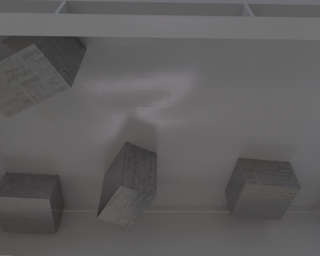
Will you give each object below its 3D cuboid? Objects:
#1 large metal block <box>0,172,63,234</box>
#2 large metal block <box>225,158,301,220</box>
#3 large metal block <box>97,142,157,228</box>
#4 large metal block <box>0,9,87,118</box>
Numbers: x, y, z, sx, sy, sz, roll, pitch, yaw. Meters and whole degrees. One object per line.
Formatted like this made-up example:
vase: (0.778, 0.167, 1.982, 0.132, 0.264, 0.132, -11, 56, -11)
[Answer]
large metal block: (-0.203, 0.118, 0.486, 0.081, 0.050, 0.079, 4, 124, -3)
large metal block: (0.153, 0.095, 0.474, 0.081, 0.050, 0.079, 5, 130, -5)
large metal block: (-0.046, 0.081, 0.441, 0.050, 0.080, 0.080, 23, 127, -18)
large metal block: (-0.130, -0.066, 0.315, 0.080, 0.080, 0.050, -21, 127, 17)
